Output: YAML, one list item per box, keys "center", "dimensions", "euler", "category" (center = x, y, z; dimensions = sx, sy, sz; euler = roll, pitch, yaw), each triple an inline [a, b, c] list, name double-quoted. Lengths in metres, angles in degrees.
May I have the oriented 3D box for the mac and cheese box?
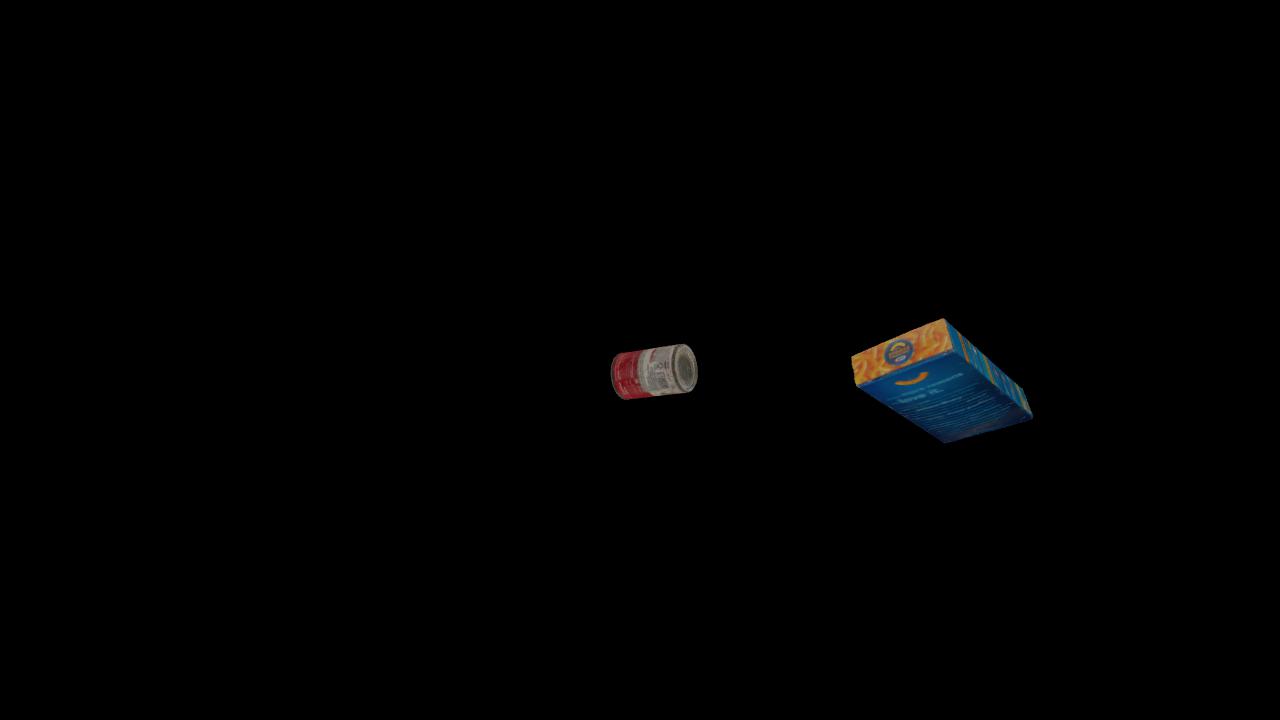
- center: [0.296, 0.027, 0.598]
  dimensions: [0.184, 0.041, 0.093]
  euler: [27, -39, -36]
  category: "mac and cheese box"

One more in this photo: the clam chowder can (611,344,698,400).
- center: [0.020, 0.017, 0.845]
  dimensions: [0.102, 0.068, 0.068]
  euler: [-9, -5, 33]
  category: "clam chowder can"
